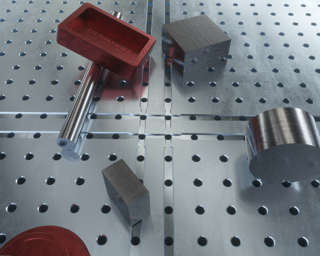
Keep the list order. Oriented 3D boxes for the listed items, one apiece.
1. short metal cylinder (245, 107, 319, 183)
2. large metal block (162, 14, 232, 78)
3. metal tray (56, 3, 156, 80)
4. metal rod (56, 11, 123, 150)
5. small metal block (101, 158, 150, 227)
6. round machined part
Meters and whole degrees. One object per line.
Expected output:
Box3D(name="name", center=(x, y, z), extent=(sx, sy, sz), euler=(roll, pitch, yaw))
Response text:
Box3D(name="short metal cylinder", center=(0.141, 0.022, 0.356), extent=(0.080, 0.080, 0.050), euler=(3, 50, 2))
Box3D(name="large metal block", center=(0.056, -0.136, 0.506), extent=(0.081, 0.050, 0.080), euler=(-19, 53, -16))
Box3D(name="metal tray", center=(-0.082, -0.139, 0.489), extent=(0.131, 0.030, 0.090), euler=(27, 48, -2))
Box3D(name="metal rod", center=(-0.100, -0.094, 0.484), extent=(0.025, 0.025, 0.300), euler=(6, 50, 4))
Box3D(name="small metal block", center=(-0.036, 0.069, 0.333), extent=(0.025, 0.050, 0.050), euler=(-30, 57, -23))
Box3D(name="round machined part", center=(-0.112, 0.135, 0.281), extent=(0.099, 0.042, 0.098), euler=(0, 50, 0))
